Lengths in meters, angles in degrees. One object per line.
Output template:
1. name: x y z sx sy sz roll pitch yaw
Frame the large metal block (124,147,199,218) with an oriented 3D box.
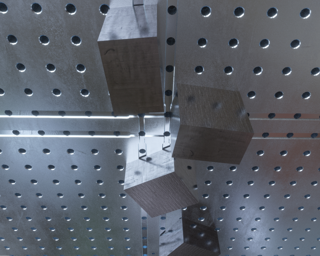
1. large metal block: 0.003 0.083 0.466 0.080 0.050 0.080 -23 127 18

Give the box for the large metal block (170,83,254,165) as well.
1. large metal block: 0.057 -0.006 0.371 0.081 0.080 0.050 7 130 -6

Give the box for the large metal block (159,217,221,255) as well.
1. large metal block: 0.054 0.222 0.585 0.080 0.050 0.080 25 126 -20

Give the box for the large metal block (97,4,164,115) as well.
1. large metal block: -0.024 -0.070 0.315 0.050 0.080 0.079 -4 130 3
